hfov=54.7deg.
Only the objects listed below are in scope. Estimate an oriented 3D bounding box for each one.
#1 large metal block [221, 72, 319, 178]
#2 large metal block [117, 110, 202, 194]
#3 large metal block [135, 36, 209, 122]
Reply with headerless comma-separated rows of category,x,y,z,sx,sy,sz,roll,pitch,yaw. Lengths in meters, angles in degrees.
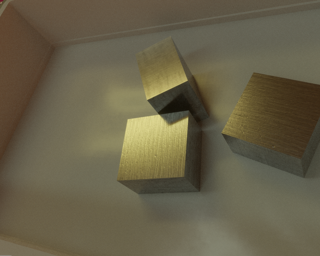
large metal block,0.125,-0.005,0.327,0.080,0.050,0.080,20,72,35
large metal block,0.003,0.031,0.368,0.080,0.050,0.080,-7,59,24
large metal block,0.016,-0.054,0.394,0.050,0.080,0.080,-25,53,13
